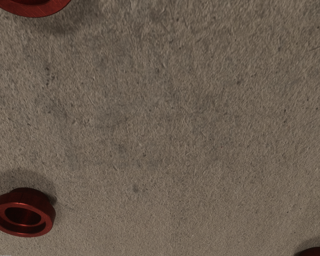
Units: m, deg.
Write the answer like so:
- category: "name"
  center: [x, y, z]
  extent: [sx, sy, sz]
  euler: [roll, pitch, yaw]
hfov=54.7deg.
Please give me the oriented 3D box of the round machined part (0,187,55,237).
- category: "round machined part"
  center: [-0.221, 0.135, 0.508]
  extent: [0.099, 0.042, 0.097]
  euler: [-1, 130, 0]

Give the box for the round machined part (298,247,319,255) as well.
- category: "round machined part"
  center: [0.329, 0.283, 0.642]
  extent: [0.099, 0.042, 0.097]
  euler: [-1, 130, 0]

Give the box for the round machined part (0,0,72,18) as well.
- category: "round machined part"
  center: [-0.114, -0.151, 0.266]
  extent: [0.099, 0.042, 0.097]
  euler: [-1, 130, 0]
